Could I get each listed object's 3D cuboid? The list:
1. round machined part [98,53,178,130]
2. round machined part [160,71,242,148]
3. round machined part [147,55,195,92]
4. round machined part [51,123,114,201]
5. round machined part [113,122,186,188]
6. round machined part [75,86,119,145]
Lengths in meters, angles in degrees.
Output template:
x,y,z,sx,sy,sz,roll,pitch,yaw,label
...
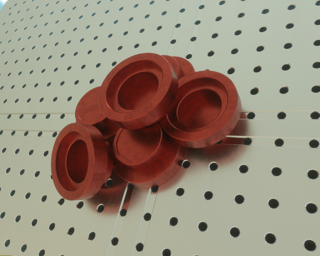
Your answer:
x,y,z,sx,sy,sz,roll,pitch,yaw,label
-0.023,-0.041,0.380,0.098,0.042,0.098,-13,56,21,round machined part
0.051,-0.019,0.382,0.098,0.042,0.098,-13,56,21,round machined part
0.002,-0.063,0.436,0.098,0.042,0.098,-13,56,21,round machined part
-0.099,0.044,0.407,0.098,0.042,0.098,-6,80,41,round machined part
-0.020,0.023,0.394,0.098,0.042,0.098,-13,56,21,round machined part
-0.085,-0.023,0.457,0.098,0.042,0.098,-13,56,21,round machined part
